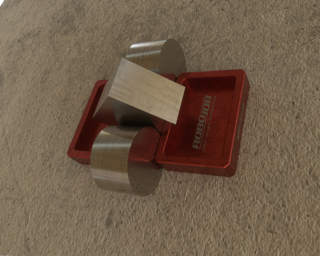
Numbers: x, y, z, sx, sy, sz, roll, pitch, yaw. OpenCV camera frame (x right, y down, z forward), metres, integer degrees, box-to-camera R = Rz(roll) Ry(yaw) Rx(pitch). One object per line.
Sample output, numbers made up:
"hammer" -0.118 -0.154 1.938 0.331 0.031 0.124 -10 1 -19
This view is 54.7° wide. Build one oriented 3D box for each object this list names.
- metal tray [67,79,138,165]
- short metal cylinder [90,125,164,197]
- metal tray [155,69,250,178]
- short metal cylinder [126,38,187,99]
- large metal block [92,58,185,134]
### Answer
"metal tray" -0.070 -0.010 0.445 0.090 0.030 0.130 2 62 29
"short metal cylinder" -0.036 0.037 0.366 0.050 0.080 0.080 2 63 29
"metal tray" 0.054 -0.009 0.380 0.090 0.030 0.130 2 62 29
"short metal cylinder" -0.004 -0.078 0.420 0.050 0.080 0.080 2 63 29
"large metal block" -0.028 -0.030 0.377 0.080 0.080 0.050 -35 36 61
